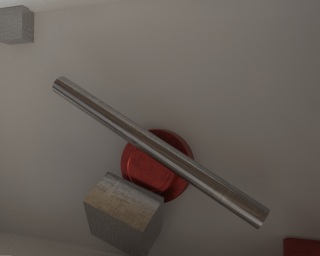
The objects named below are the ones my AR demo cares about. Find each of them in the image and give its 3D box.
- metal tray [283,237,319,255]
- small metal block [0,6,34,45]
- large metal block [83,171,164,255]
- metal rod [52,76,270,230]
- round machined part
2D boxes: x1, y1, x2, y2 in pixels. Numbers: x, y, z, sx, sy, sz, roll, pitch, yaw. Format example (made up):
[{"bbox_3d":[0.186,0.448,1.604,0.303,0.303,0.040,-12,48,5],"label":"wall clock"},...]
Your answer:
[{"bbox_3d":[0.168,0.156,0.294,0.090,0.131,0.030,0,101,20],"label":"metal tray"},{"bbox_3d":[-0.228,-0.161,0.489,0.050,0.025,0.050,1,90,19],"label":"small metal block"},{"bbox_3d":[-0.044,0.112,0.391,0.080,0.050,0.079,21,137,18],"label":"large metal block"},{"bbox_3d":[-0.012,0.019,0.369,0.300,0.025,0.025,32,100,17],"label":"metal rod"},{"bbox_3d":[-0.007,0.050,0.403,0.098,0.042,0.097,0,90,19],"label":"round machined part"}]
